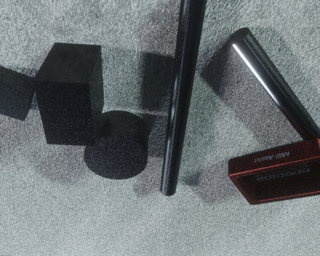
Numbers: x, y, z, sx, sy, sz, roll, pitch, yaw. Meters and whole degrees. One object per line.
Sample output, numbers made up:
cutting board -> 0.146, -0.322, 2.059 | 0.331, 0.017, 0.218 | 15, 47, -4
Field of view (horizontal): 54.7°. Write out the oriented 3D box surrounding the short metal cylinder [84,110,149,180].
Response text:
short metal cylinder -> -0.056, 0.023, 0.410 | 0.081, 0.050, 0.079 | 0, 130, 0

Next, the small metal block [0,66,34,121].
small metal block -> -0.180, -0.041, 0.369 | 0.050, 0.025, 0.050 | 20, 127, -17

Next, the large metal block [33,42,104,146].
large metal block -> -0.093, -0.037, 0.338 | 0.050, 0.080, 0.079 | 3, 130, -3

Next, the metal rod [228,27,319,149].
metal rod -> 0.181, -0.011, 0.400 | 0.025, 0.025, 0.300 | -34, 123, 25

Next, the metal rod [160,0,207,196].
metal rod -> 0.023, -0.015, 0.394 | 0.025, 0.025, 0.298 | 3, 130, -3

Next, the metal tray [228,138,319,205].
metal tray -> 0.176, 0.068, 0.446 | 0.130, 0.030, 0.090 | -18, 131, 29
